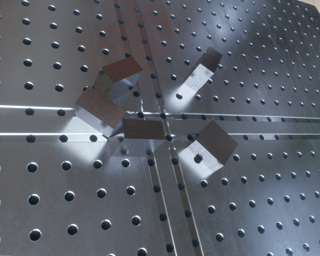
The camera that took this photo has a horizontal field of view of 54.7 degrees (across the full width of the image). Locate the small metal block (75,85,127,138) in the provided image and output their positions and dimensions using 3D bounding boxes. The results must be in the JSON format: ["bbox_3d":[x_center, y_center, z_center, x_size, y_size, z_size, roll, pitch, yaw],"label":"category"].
[{"bbox_3d":[-0.071,-0.017,0.362,0.050,0.050,0.025,35,70,-5],"label":"small metal block"}]

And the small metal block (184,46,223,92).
[{"bbox_3d":[0.068,-0.092,0.487,0.025,0.050,0.050,34,51,-6],"label":"small metal block"}]

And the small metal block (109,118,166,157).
[{"bbox_3d":[-0.029,0.013,0.370,0.050,0.050,0.025,3,61,-27],"label":"small metal block"}]

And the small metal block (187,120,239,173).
[{"bbox_3d":[0.075,0.025,0.435,0.050,0.025,0.050,44,51,1],"label":"small metal block"}]

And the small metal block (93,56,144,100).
[{"bbox_3d":[-0.056,-0.061,0.401,0.050,0.050,0.025,-32,80,-38],"label":"small metal block"}]
